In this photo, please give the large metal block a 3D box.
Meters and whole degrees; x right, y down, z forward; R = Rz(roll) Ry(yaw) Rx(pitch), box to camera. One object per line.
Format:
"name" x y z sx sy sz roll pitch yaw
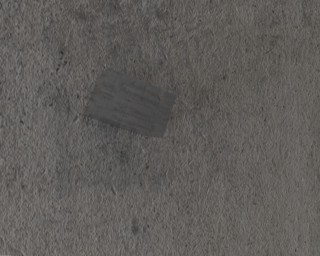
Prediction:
"large metal block" -0.039 -0.026 0.365 0.080 0.080 0.050 20 84 -19
